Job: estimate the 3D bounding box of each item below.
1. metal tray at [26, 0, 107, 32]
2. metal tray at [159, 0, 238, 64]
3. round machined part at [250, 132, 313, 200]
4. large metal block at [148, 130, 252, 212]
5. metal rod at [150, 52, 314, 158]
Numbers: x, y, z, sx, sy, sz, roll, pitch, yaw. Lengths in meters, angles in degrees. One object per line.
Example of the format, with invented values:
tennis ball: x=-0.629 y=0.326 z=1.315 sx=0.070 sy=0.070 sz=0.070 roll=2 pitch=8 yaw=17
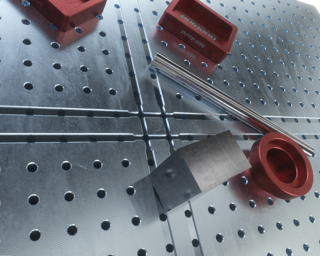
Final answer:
metal tray: x=-0.154 y=-0.208 z=0.449 sx=0.130 sy=0.030 sz=0.090 roll=42 pitch=51 yaw=0
metal tray: x=0.072 y=-0.184 z=0.558 sx=0.130 sy=0.030 sz=0.090 roll=32 pitch=51 yaw=-8
round machined part: x=0.172 y=0.059 z=0.457 sx=0.099 sy=0.042 sz=0.098 roll=14 pitch=56 yaw=-21
large metal block: x=0.045 y=0.051 z=0.367 sx=0.081 sy=0.080 sz=0.050 roll=-17 pitch=71 yaw=-35
metal rod: x=0.120 y=-0.032 z=0.494 sx=0.301 sy=0.025 sz=0.025 roll=29 pitch=52 yaw=-10
